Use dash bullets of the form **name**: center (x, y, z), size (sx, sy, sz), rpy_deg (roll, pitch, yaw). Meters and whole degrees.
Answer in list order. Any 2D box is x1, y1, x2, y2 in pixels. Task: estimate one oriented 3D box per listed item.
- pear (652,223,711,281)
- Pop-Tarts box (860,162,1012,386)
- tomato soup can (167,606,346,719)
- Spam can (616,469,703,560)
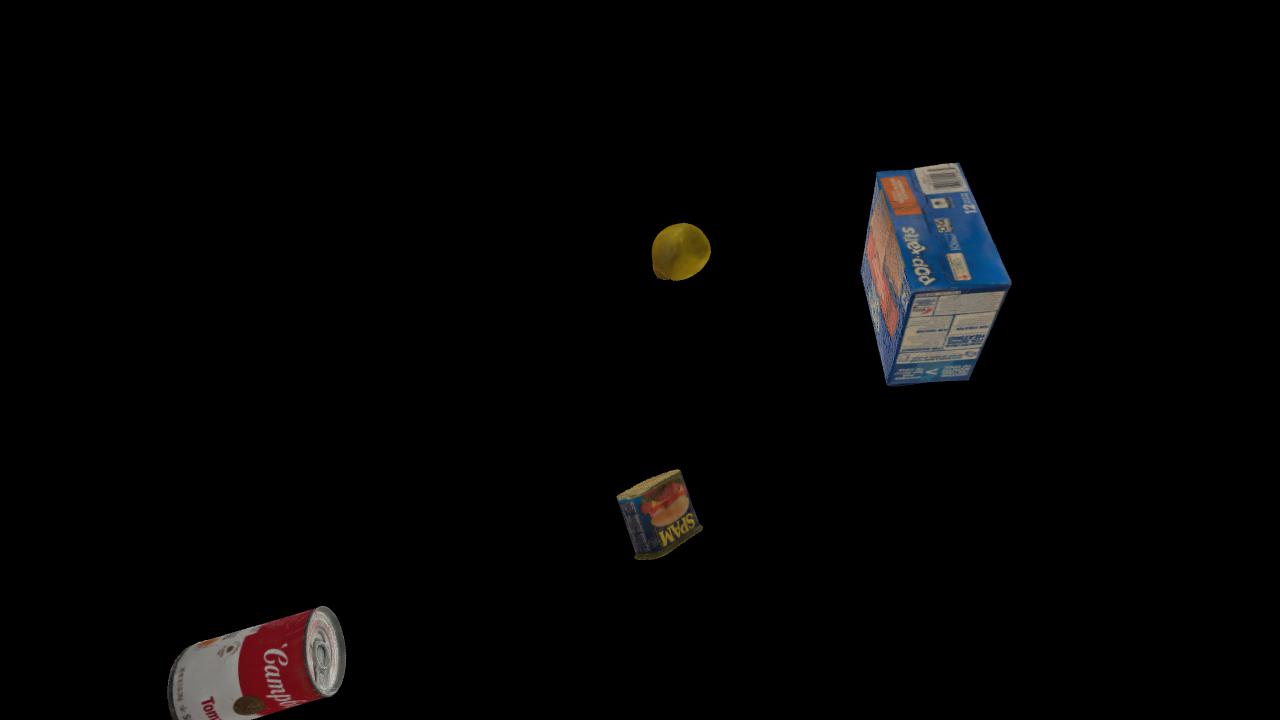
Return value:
- **pear**: center (0.041, -0.137, 0.839), size (0.080, 0.080, 0.111), rpy_deg (0, -21, -37)
- **Pop-Tarts box**: center (0.279, -0.083, 0.608), size (0.083, 0.167, 0.141), rpy_deg (-3, -37, 10)
- **tomato soup can**: center (-0.294, 0.240, 0.478), size (0.101, 0.068, 0.068), rpy_deg (-14, 2, -6)
- **Spam can**: center (0.025, 0.201, 0.807), size (0.058, 0.085, 0.101), rpy_deg (-22, -3, 43)
